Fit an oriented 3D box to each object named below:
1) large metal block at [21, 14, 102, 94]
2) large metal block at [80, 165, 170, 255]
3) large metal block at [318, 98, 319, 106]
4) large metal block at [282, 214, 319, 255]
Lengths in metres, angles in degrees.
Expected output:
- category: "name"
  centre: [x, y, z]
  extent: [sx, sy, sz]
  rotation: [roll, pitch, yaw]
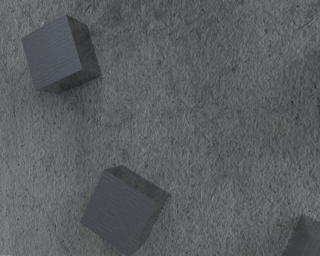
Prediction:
- category: "large metal block"
  centre: [-0.141, -0.102, 0.445]
  extent: [0.080, 0.050, 0.080]
  rotation: [-19, 84, 19]
- category: "large metal block"
  centre: [-0.046, 0.106, 0.412]
  extent: [0.080, 0.050, 0.080]
  rotation: [28, 99, 17]
- category: "large metal block"
  centre: [0.220, -0.053, 0.318]
  extent: [0.080, 0.050, 0.080]
  rotation: [16, 95, 19]
- category: "large metal block"
  centre: [0.160, 0.147, 0.323]
  extent: [0.050, 0.080, 0.080]
  rotation: [24, 98, 18]
